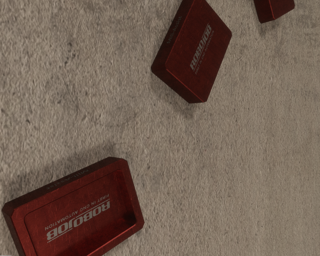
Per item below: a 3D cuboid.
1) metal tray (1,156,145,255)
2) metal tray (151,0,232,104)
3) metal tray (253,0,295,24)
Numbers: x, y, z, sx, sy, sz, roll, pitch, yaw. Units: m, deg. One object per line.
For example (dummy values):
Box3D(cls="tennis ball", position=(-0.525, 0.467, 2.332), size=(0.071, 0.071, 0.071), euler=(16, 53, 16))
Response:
Box3D(cls="metal tray", position=(-0.084, 0.095, 0.332), size=(0.131, 0.030, 0.089), euler=(-23, 105, -38))
Box3D(cls="metal tray", position=(0.050, -0.112, 0.445), size=(0.090, 0.030, 0.130), euler=(36, 68, -35))
Box3D(cls="metal tray", position=(0.204, -0.272, 0.575), size=(0.091, 0.030, 0.129), euler=(-35, 112, -35))
